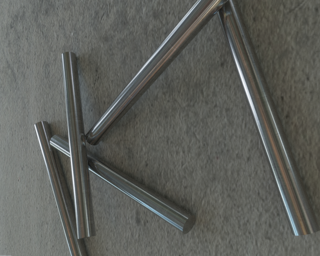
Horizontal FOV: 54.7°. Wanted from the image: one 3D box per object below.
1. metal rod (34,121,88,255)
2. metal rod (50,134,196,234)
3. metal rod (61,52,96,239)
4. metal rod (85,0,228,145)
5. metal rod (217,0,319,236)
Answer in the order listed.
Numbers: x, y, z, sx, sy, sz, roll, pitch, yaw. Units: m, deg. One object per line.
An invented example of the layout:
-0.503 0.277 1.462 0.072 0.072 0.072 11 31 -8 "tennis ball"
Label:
-0.170 0.124 0.541 0.025 0.025 0.299 -35 69 34 "metal rod"
-0.075 0.070 0.464 0.300 0.025 0.025 23 105 37 "metal rod"
-0.129 0.015 0.482 0.025 0.025 0.299 -26 66 36 "metal rod"
-0.020 -0.064 0.401 0.299 0.025 0.025 -43 64 37 "metal rod"
0.098 -0.043 0.322 0.025 0.025 0.299 -25 75 37 "metal rod"
